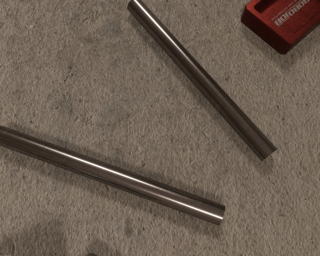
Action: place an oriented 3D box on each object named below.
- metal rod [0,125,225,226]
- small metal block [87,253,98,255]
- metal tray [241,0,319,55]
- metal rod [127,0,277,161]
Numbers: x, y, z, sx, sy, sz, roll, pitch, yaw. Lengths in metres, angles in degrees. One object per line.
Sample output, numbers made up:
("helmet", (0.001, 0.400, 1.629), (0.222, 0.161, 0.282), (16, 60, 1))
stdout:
("metal rod", (-0.068, 0.057, 0.386), (0.301, 0.025, 0.025), (19, 71, 6))
("small metal block", (-0.071, 0.176, 0.343), (0.050, 0.025, 0.050), (30, 73, 10))
("metal tray", (0.202, -0.183, 0.474), (0.130, 0.030, 0.090), (-40, 75, -14))
("metal rod", (0.050, -0.078, 0.437), (0.025, 0.025, 0.300), (-35, 74, -12))
